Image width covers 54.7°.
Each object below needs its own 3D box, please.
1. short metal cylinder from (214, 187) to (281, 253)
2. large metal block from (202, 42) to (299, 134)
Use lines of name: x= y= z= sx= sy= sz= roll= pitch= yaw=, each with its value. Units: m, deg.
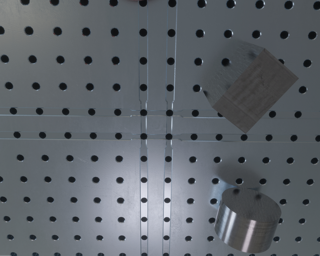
short metal cylinder: x=0.121 y=0.126 z=0.432 sx=0.081 sy=0.080 sz=0.050 roll=8 pitch=110 yaw=-3
large metal block: x=0.101 y=-0.051 z=0.366 sx=0.050 sy=0.080 sz=0.080 roll=37 pitch=106 yaw=-13
